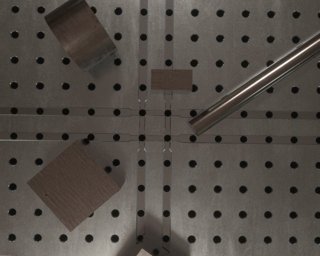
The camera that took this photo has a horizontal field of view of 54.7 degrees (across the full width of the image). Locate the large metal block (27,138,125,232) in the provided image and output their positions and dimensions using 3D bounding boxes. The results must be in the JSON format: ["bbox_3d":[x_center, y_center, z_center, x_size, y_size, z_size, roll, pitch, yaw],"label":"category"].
[{"bbox_3d":[-0.105,0.070,0.400,0.080,0.050,0.080,-41,91,0],"label":"large metal block"}]

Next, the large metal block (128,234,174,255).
[{"bbox_3d":[-0.014,0.202,0.401,0.080,0.050,0.080,37,90,-1],"label":"large metal block"}]

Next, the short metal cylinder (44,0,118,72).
[{"bbox_3d":[-0.096,-0.117,0.385,0.050,0.080,0.080,-34,90,0],"label":"short metal cylinder"}]

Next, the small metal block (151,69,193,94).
[{"bbox_3d":[0.014,-0.059,0.401,0.050,0.050,0.025,1,90,-1],"label":"small metal block"}]

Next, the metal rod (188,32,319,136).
[{"bbox_3d":[0.169,-0.083,0.415,0.301,0.025,0.025,-34,90,-1],"label":"metal rod"}]
